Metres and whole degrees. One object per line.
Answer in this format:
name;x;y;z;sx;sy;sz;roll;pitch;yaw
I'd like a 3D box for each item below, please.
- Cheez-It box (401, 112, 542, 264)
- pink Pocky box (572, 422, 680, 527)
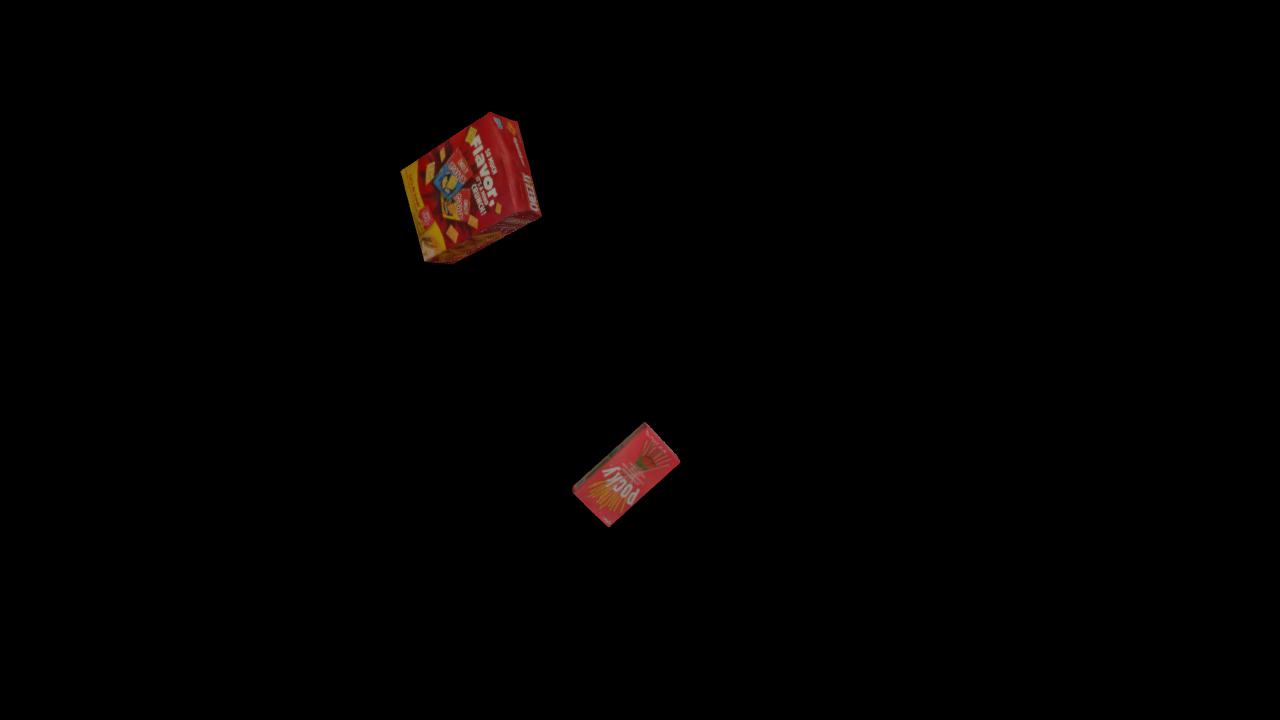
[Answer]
Cheez-It box;-0.276;-0.271;0.996;0.223;0.166;0.071;-18;-5;31
pink Pocky box;-0.021;0.178;0.951;0.155;0.084;0.029;-42;16;1
